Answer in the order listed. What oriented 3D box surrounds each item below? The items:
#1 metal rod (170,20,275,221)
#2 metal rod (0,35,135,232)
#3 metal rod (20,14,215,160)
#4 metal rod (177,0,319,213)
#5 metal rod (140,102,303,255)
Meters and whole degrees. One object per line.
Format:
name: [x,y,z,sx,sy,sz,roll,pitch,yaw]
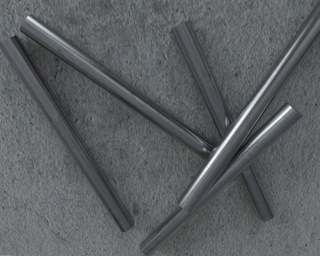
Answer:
metal rod: [0.090,0.004,0.411,0.025,0.025,0.299,-25,108,9]
metal rod: [-0.115,0.020,0.416,0.025,0.025,0.299,-25,108,9]
metal rod: [-0.036,-0.039,0.394,0.301,0.025,0.025,35,106,-12]
metal rod: [0.115,-0.021,0.381,0.025,0.025,0.299,32,99,-11]
metal rod: [0.069,0.082,0.420,0.025,0.025,0.299,35,114,-12]
